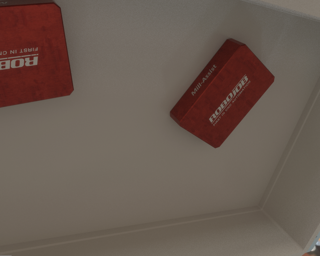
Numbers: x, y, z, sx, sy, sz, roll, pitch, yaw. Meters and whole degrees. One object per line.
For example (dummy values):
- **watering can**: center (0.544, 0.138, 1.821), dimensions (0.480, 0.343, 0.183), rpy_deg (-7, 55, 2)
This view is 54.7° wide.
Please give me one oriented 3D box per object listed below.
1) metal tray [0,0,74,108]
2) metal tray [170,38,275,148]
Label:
- **metal tray**: center (-0.153, -0.065, 0.282), dimensions (0.131, 0.030, 0.089), rpy_deg (-14, 124, -21)
- **metal tray**: center (0.087, -0.043, 0.426), dimensions (0.090, 0.030, 0.130), rpy_deg (31, 101, -38)
